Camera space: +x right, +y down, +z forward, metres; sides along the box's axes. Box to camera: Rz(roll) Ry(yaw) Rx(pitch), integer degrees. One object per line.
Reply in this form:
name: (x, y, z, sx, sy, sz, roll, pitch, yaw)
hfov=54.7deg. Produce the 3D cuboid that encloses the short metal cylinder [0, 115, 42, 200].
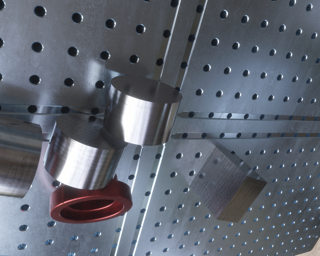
short metal cylinder: (-0.157, 0.028, 0.307, 0.050, 0.080, 0.080, 18, 109, -35)

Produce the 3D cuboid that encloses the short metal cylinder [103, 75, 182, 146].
short metal cylinder: (-0.020, -0.022, 0.351, 0.081, 0.080, 0.050, 1, 118, -29)

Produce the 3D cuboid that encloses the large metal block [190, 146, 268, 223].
large metal block: (0.105, 0.089, 0.488, 0.050, 0.080, 0.080, 20, 107, -36)

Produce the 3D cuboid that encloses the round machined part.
round machined part: (-0.086, 0.083, 0.388, 0.099, 0.042, 0.098, -9, 149, -5)

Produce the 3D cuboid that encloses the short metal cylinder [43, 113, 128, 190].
short metal cylinder: (-0.082, 0.024, 0.346, 0.081, 0.080, 0.050, 11, 113, -33)
